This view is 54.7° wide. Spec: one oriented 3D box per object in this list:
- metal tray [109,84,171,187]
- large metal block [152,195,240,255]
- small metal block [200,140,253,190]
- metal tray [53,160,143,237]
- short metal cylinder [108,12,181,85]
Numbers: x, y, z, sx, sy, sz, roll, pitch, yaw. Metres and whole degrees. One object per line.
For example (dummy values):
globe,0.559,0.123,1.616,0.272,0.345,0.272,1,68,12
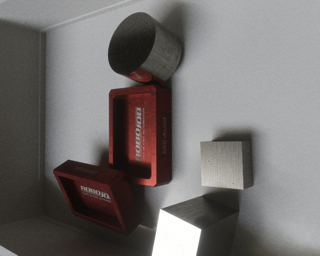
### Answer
metal tray,-0.029,0.010,0.425,0.090,0.030,0.129,0,90,39
large metal block,0.038,0.127,0.338,0.050,0.081,0.079,16,100,38
small metal block,0.074,0.039,0.345,0.050,0.025,0.050,-3,88,39
metal tray,-0.093,0.099,0.453,0.130,0.030,0.089,4,120,39
short metal cylinder,-0.020,-0.098,0.396,0.080,0.050,0.080,-11,72,37
